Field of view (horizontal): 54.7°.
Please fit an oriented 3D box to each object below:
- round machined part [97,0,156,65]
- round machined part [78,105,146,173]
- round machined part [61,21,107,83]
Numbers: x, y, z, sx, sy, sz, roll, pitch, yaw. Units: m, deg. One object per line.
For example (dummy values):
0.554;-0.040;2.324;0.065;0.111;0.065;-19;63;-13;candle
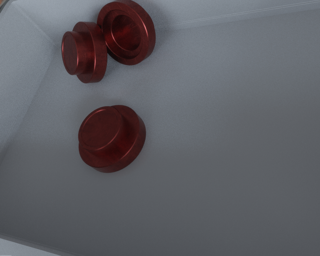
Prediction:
-0.048;-0.152;0.486;0.098;0.097;0.042;10;37;32;round machined part
-0.073;0.009;0.428;0.098;0.042;0.098;-13;56;21;round machined part
-0.127;-0.121;0.500;0.098;0.042;0.097;20;115;50;round machined part
